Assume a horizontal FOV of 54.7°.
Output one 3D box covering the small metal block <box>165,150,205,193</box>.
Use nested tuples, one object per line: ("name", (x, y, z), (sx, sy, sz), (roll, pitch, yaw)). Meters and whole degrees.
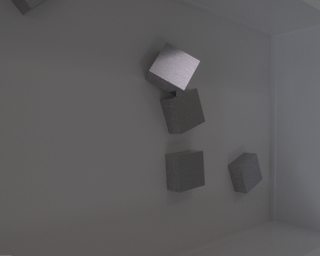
("small metal block", (0.036, 0.059, 0.437), (0.050, 0.025, 0.050), (-6, 94, -40))

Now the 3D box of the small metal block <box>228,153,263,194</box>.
("small metal block", (0.146, 0.076, 0.529), (0.050, 0.025, 0.050), (-28, 108, -36))

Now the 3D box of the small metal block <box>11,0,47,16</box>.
("small metal block", (-0.127, -0.147, 0.299), (0.050, 0.025, 0.050), (-50, 120, -28))

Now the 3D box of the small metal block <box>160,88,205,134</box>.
("small metal block", (0.032, -0.024, 0.433), (0.050, 0.025, 0.050), (-26, 107, -37))

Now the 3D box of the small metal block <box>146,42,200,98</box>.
("small metal block", (0.017, -0.075, 0.405), (0.050, 0.025, 0.050), (29, 68, -1))
